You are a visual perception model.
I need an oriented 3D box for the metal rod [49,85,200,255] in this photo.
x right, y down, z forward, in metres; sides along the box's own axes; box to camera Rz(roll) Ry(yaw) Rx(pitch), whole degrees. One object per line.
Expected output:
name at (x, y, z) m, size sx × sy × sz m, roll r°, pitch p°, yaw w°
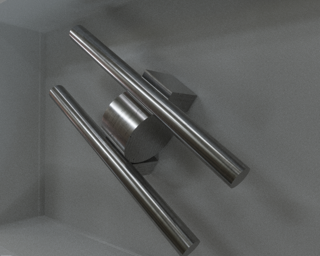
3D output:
metal rod at (-0.062, 0.034, 0.390) m, size 0.300 × 0.025 × 0.025 m, roll 43°, pitch 116°, yaw 31°

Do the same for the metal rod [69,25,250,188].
metal rod at (-0.021, -0.043, 0.356) m, size 0.300 × 0.025 × 0.025 m, roll 43°, pitch 116°, yaw 31°

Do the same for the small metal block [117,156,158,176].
small metal block at (-0.040, 0.040, 0.419) m, size 0.050 × 0.050 × 0.025 m, roll 44°, pitch 117°, yaw 30°

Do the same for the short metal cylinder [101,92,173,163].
short metal cylinder at (-0.025, -0.003, 0.388) m, size 0.050 × 0.081 × 0.080 m, roll 44°, pitch 116°, yaw 31°

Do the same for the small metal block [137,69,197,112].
small metal block at (0.009, -0.045, 0.379) m, size 0.050 × 0.050 × 0.025 m, roll 44°, pitch 117°, yaw 30°
